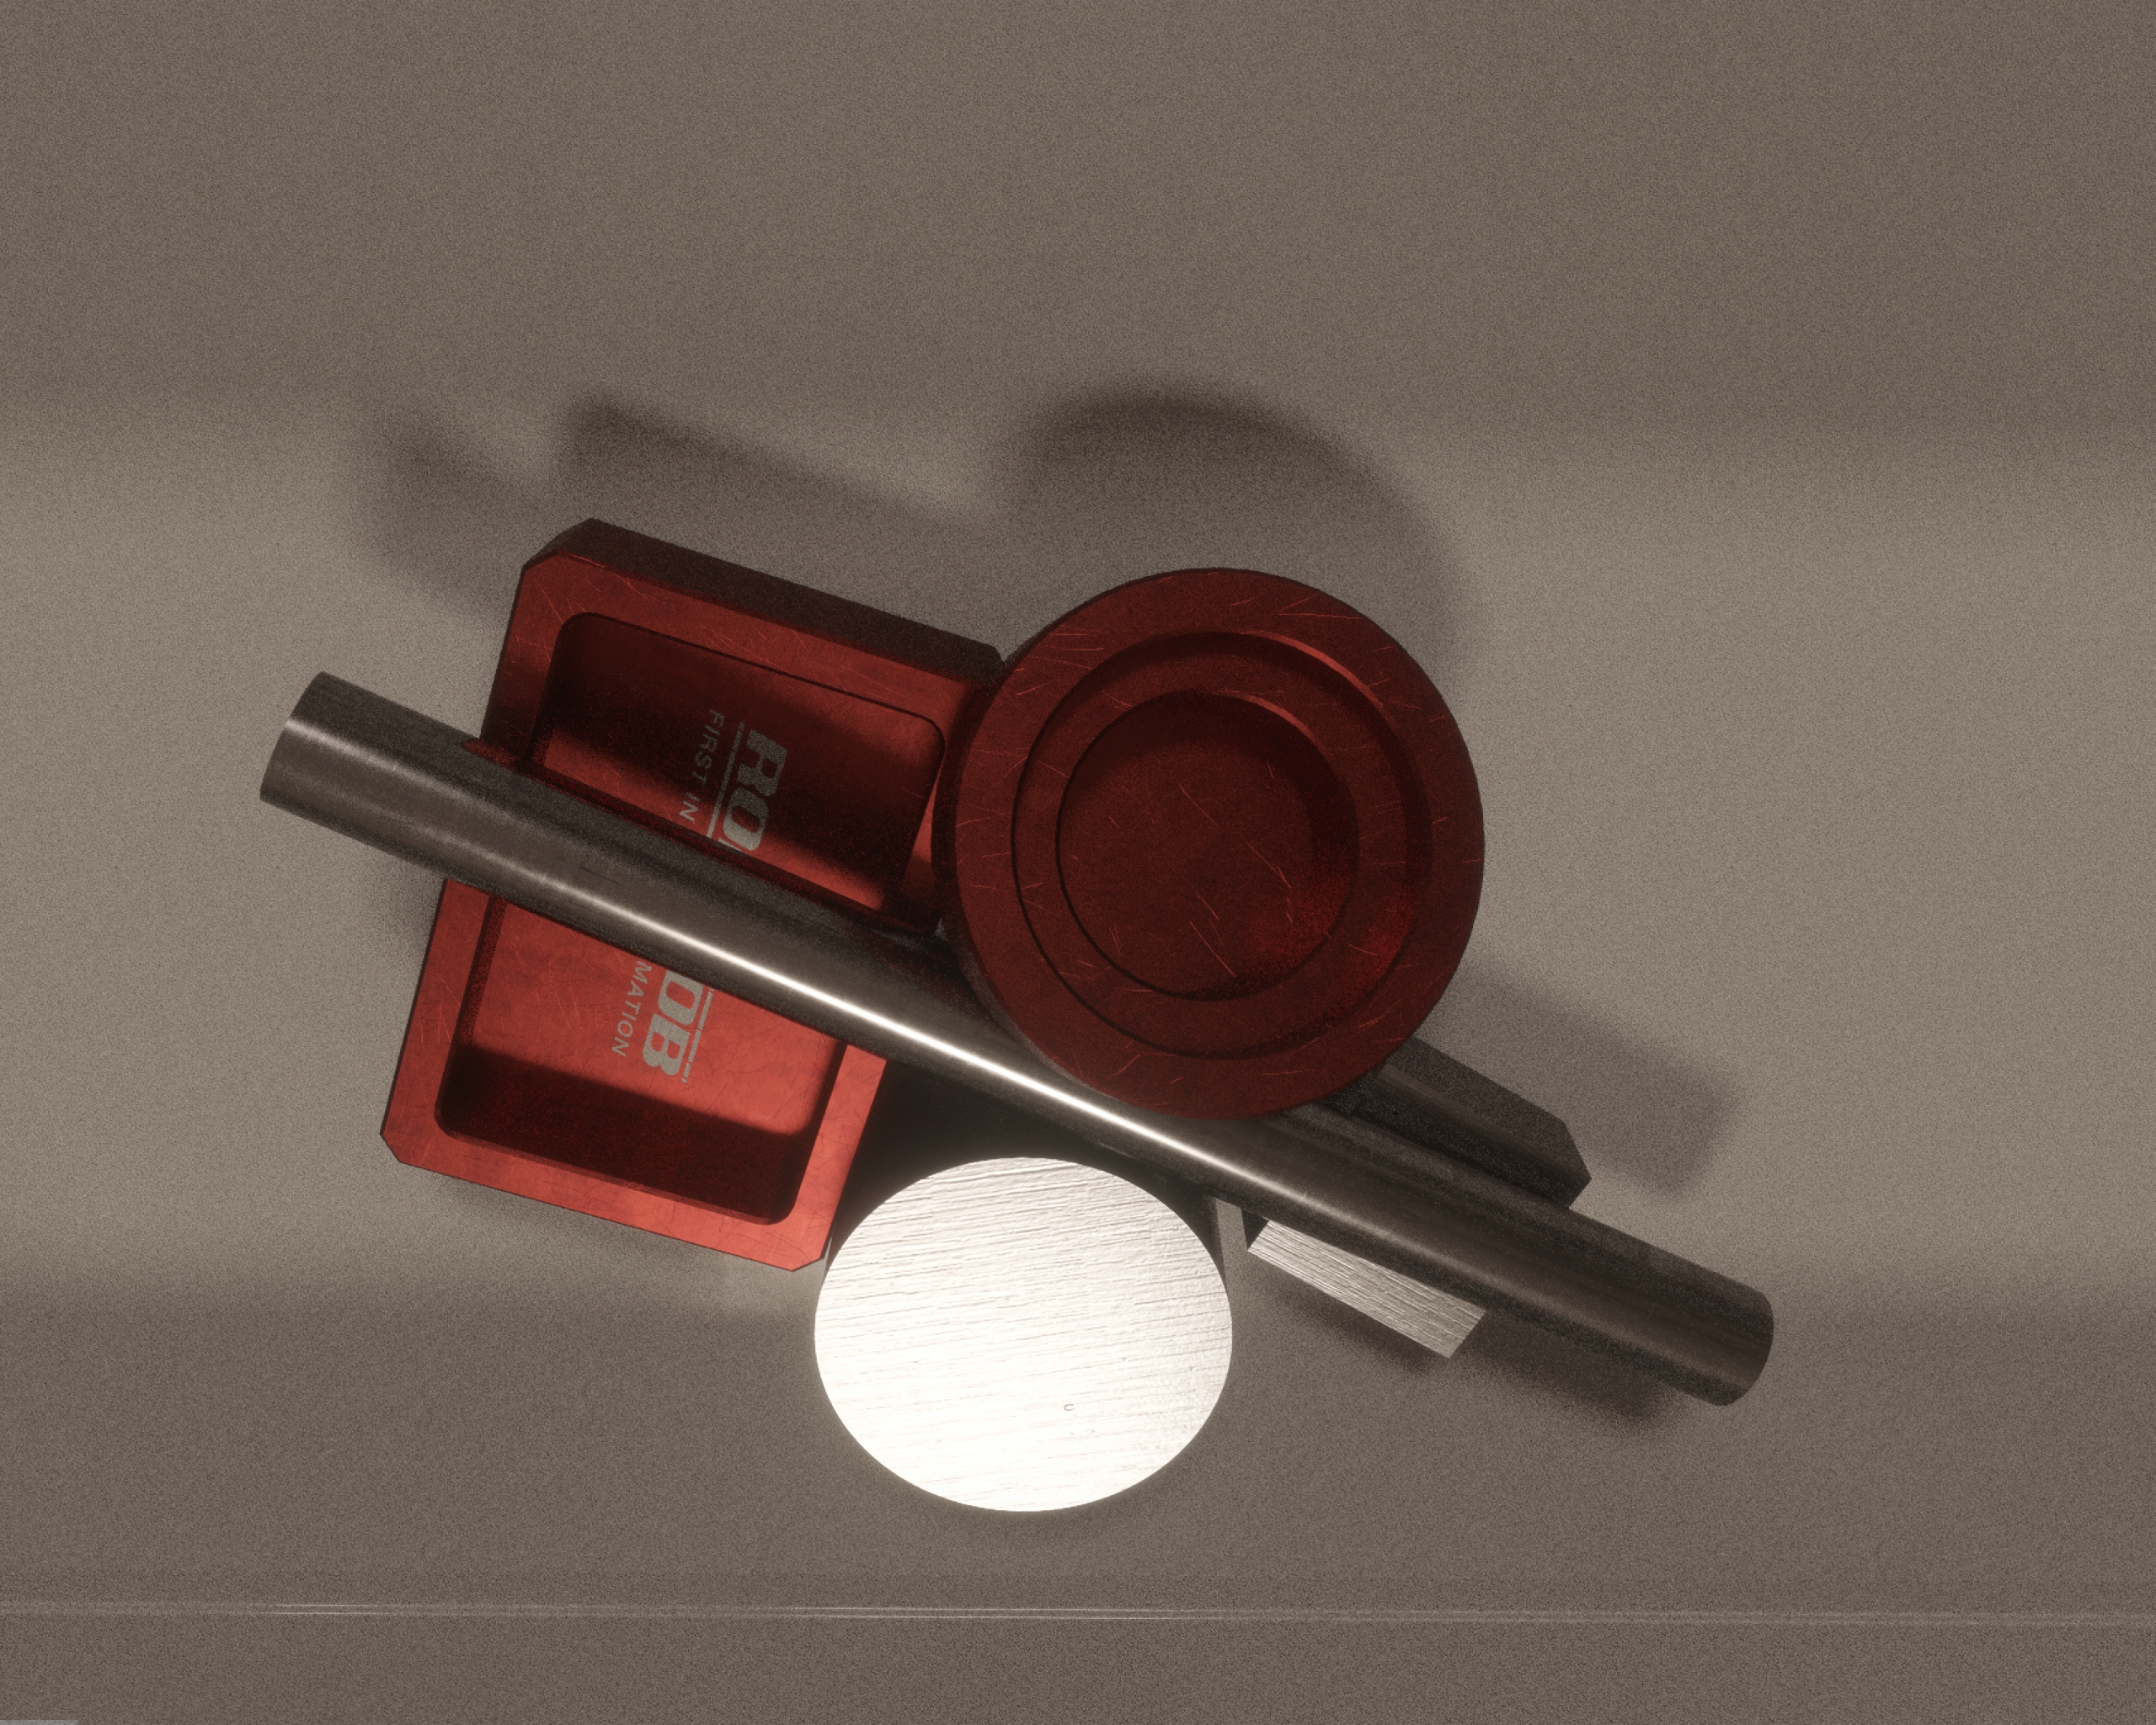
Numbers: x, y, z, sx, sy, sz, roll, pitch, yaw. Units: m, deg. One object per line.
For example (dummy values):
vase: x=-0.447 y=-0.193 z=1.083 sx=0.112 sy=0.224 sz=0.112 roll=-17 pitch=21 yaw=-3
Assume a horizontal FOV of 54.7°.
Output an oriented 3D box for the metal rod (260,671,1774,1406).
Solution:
metal rod: x=-0.002 y=0.038 z=0.393 sx=0.302 sy=0.025 sz=0.025 roll=24 pitch=108 yaw=-12

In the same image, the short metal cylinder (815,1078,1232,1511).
short metal cylinder: x=-0.011 y=0.084 z=0.426 sx=0.081 sy=0.050 sz=0.079 roll=0 pitch=110 yaw=-1

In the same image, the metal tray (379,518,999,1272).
metal tray: x=-0.075 y=0.009 z=0.408 sx=0.091 sy=0.030 sz=0.129 roll=17 pitch=109 yaw=-7

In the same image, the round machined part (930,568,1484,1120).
round machined part: x=0.021 y=-0.003 z=0.387 sx=0.099 sy=0.042 sz=0.097 roll=0 pitch=88 yaw=-14

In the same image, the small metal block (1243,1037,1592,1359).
small metal block: x=0.069 y=0.067 z=0.435 sx=0.050 sy=0.025 sz=0.050 roll=30 pitch=107 yaw=-11
